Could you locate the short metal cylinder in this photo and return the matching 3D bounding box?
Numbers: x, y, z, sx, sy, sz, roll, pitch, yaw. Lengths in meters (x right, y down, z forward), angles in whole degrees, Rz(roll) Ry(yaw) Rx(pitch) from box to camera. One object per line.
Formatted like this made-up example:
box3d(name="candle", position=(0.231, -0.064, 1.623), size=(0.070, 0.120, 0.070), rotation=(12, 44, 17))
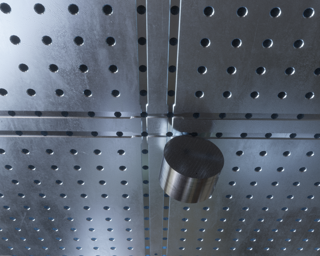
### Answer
box3d(name="short metal cylinder", position=(0.041, 0.054, 0.422), size=(0.080, 0.080, 0.050), rotation=(6, 130, -5))
